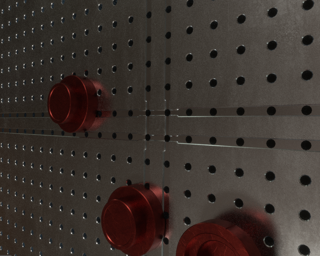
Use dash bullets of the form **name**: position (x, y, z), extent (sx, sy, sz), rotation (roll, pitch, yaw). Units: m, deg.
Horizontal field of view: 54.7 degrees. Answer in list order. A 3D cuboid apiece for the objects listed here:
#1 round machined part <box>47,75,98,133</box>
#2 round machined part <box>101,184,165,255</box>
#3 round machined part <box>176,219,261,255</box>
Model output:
- **round machined part**: position (-0.153, -0.040, 0.521), extent (0.098, 0.042, 0.097), rotation (0, 90, 39)
- **round machined part**: position (-0.044, 0.130, 0.433), extent (0.098, 0.042, 0.097), rotation (0, 90, 39)
- **round machined part**: position (0.069, 0.149, 0.339), extent (0.098, 0.042, 0.097), rotation (-2, 87, 40)
